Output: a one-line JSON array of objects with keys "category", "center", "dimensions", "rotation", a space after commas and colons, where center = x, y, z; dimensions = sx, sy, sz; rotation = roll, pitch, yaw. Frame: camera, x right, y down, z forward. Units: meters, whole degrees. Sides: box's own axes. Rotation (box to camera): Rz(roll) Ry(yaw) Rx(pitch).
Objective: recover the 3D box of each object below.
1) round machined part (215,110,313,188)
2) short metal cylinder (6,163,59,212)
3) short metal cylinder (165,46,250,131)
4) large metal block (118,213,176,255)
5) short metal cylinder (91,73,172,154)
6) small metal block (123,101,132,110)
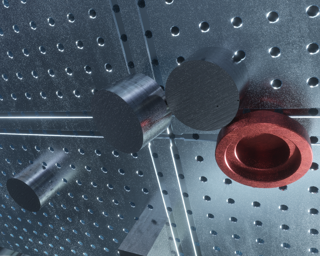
[{"category": "round machined part", "center": [0.113, 0.019, 0.343], "dimensions": [0.098, 0.042, 0.097], "rotation": [9, 132, 10]}, {"category": "short metal cylinder", "center": [-0.243, 0.113, 0.594], "dimensions": [0.080, 0.050, 0.079], "rotation": [13, 124, 21]}, {"category": "short metal cylinder", "center": [0.052, -0.043, 0.340], "dimensions": [0.080, 0.050, 0.079], "rotation": [13, 124, 21]}, {"category": "large metal block", "center": [-0.018, 0.201, 0.510], "dimensions": [0.050, 0.080, 0.080], "rotation": [3, 120, 27]}, {"category": "short metal cylinder", "center": [-0.034, -0.017, 0.358], "dimensions": [0.080, 0.050, 0.079], "rotation": [25, 134, 29]}, {"category": "small metal block", "center": [-0.055, -0.028, 0.423], "dimensions": [0.050, 0.025, 0.050], "rotation": [-27, 104, 37]}]
